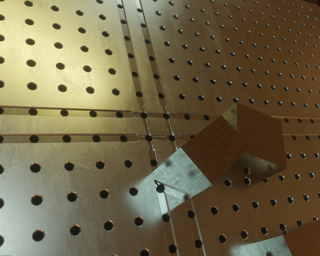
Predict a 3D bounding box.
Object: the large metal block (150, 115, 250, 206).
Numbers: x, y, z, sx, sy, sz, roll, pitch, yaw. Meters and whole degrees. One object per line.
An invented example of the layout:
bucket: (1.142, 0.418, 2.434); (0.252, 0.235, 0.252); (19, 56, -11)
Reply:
large metal block: (0.047, 0.040, 0.373); (0.080, 0.080, 0.050); (-35, 81, -38)

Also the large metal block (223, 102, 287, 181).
large metal block: (0.130, 0.020, 0.449); (0.080, 0.050, 0.080); (20, 54, -16)

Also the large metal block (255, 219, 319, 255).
large metal block: (0.179, 0.167, 0.386); (0.081, 0.050, 0.080); (-6, 65, -31)
